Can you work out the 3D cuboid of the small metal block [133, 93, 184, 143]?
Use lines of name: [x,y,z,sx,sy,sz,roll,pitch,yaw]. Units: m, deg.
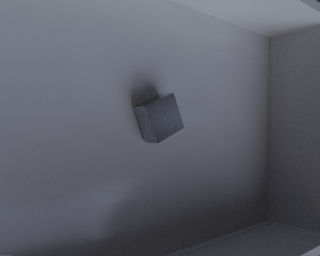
small metal block: [-0.001,-0.013,0.404,0.050,0.025,0.050,-30,109,-36]
